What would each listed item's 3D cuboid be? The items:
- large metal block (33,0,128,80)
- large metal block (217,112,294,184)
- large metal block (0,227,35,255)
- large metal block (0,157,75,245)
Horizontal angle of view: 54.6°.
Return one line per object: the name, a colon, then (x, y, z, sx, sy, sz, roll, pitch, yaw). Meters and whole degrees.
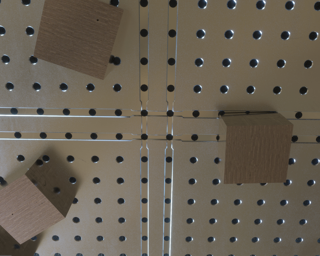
large metal block: (-0.089, -0.111, 0.359, 0.080, 0.050, 0.080, 18, 109, -7)
large metal block: (0.122, 0.026, 0.410, 0.080, 0.050, 0.079, -1, 110, 0)
large metal block: (-0.257, 0.198, 0.471, 0.080, 0.050, 0.080, -30, 108, 10)
large metal block: (-0.183, 0.102, 0.436, 0.080, 0.050, 0.080, -32, 107, 11)
